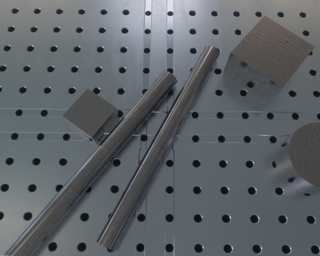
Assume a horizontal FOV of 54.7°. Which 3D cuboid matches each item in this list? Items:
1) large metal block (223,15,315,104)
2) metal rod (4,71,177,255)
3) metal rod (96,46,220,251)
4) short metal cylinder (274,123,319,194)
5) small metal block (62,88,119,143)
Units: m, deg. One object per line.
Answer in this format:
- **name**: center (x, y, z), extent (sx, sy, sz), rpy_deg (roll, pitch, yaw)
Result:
- **large metal block**: center (0.150, -0.095, 0.434), extent (0.080, 0.050, 0.080), rpy_deg (39, 74, 13)
- **metal rod**: center (-0.077, 0.040, 0.396), extent (0.025, 0.025, 0.300), rpy_deg (36, 74, 12)
- **metal rod**: center (0.006, 0.013, 0.406), extent (0.025, 0.025, 0.300), rpy_deg (26, 72, 9)
- **short metal cylinder**: center (0.191, 0.039, 0.385), extent (0.081, 0.050, 0.080), rpy_deg (0, 70, 0)
- **small metal block**: center (-0.092, -0.017, 0.417), extent (0.050, 0.025, 0.050), rpy_deg (34, 73, 11)
